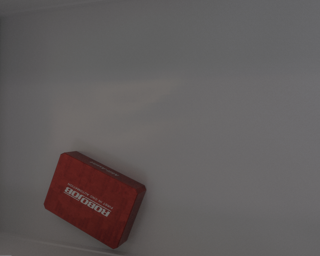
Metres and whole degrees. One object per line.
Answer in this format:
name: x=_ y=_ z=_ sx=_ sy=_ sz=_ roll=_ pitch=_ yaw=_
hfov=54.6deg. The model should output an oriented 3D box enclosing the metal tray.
metal tray: x=-0.095 y=0.099 z=0.442 sx=0.130 sy=0.030 sz=0.090 roll=23 pitch=98 yaw=18
